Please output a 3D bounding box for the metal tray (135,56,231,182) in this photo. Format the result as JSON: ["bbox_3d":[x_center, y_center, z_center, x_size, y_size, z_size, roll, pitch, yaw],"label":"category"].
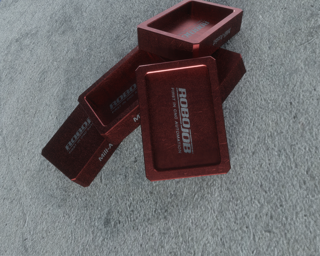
[{"bbox_3d":[0.025,-0.009,0.350,0.090,0.030,0.129,-7,82,5],"label":"metal tray"}]

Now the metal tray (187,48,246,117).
[{"bbox_3d":[0.038,-0.075,0.427,0.130,0.030,0.090,30,78,37],"label":"metal tray"}]

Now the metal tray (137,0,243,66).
[{"bbox_3d":[0.043,-0.134,0.417,0.090,0.030,0.131,25,47,26],"label":"metal tray"}]

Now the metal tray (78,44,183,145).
[{"bbox_3d":[-0.038,-0.051,0.413,0.130,0.030,0.090,-41,51,-1],"label":"metal tray"}]

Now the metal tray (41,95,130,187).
[{"bbox_3d":[-0.100,0.008,0.447,0.090,0.030,0.130,27,76,37],"label":"metal tray"}]
